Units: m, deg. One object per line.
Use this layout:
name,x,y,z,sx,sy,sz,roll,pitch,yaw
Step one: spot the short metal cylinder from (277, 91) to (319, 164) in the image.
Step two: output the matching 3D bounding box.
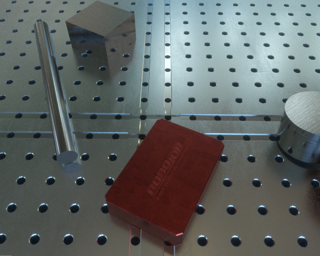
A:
short metal cylinder,0.194,-0.002,0.390,0.080,0.050,0.080,-2,45,2

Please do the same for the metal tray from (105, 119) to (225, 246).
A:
metal tray,0.009,0.055,0.358,0.090,0.030,0.130,22,53,17

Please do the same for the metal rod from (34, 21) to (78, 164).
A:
metal rod,-0.163,-0.073,0.466,0.025,0.025,0.299,-15,52,-13

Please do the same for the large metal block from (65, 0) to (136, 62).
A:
large metal block,-0.098,-0.167,0.531,0.080,0.050,0.080,26,55,20
